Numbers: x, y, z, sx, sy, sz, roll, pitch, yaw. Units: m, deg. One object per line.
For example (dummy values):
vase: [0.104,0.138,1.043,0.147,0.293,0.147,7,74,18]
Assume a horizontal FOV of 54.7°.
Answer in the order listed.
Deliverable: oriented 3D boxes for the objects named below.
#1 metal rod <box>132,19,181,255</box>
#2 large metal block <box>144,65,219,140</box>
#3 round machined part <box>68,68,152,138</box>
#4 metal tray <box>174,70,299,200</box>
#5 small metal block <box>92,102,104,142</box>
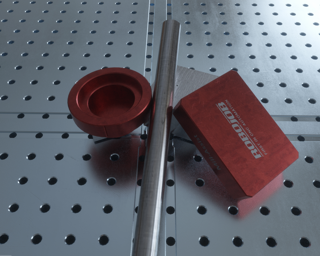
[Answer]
metal rod: [0.000,0.000,0.351,0.025,0.025,0.299,5,66,4]
large metal block: [0.030,-0.036,0.417,0.080,0.050,0.080,18,52,14]
round machined part: [-0.058,-0.026,0.378,0.099,0.042,0.098,-2,51,2]
metal tray: [0.088,0.006,0.363,0.091,0.030,0.130,-32,82,-23]
small metal block: [-0.072,-0.015,0.416,0.050,0.025,0.050,-17,52,-14]
